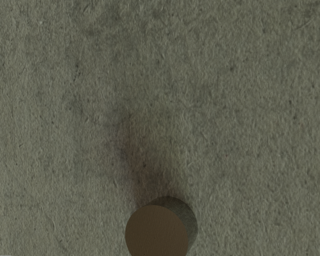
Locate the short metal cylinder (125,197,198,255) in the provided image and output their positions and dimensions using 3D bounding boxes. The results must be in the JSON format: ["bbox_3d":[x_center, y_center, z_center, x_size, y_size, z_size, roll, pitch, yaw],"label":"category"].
[{"bbox_3d":[0.003,0.132,0.394,0.080,0.050,0.079,0,90,19],"label":"short metal cylinder"}]
